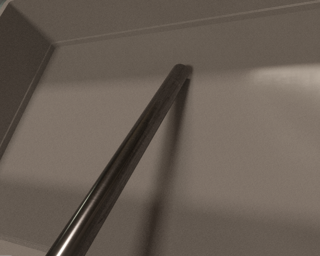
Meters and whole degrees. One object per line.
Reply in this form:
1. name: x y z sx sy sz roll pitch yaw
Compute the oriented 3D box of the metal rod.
1. metal rod: -0.022 0.010 0.332 0.025 0.025 0.301 -2 36 27
